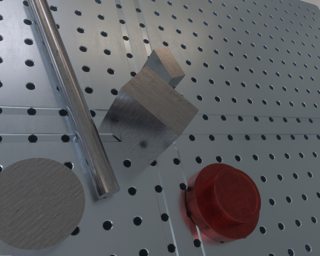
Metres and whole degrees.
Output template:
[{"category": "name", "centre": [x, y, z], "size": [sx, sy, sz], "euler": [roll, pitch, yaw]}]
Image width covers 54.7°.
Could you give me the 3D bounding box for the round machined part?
[{"category": "round machined part", "centre": [0.086, 0.089, 0.390], "size": [0.099, 0.042, 0.098], "euler": [14, 56, -21]}]

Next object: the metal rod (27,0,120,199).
[{"category": "metal rod", "centre": [-0.114, -0.058, 0.381], "size": [0.025, 0.025, 0.299], "euler": [-12, 68, -33]}]

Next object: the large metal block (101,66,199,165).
[{"category": "large metal block", "centre": [-0.014, -0.013, 0.373], "size": [0.080, 0.080, 0.050], "euler": [40, 51, -1]}]

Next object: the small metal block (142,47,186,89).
[{"category": "small metal block", "centre": [0.003, -0.078, 0.442], "size": [0.025, 0.050, 0.050], "euler": [-20, 72, -36]}]

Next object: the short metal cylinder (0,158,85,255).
[{"category": "short metal cylinder", "centre": [-0.115, 0.074, 0.285], "size": [0.081, 0.050, 0.080], "euler": [14, 56, -21]}]
